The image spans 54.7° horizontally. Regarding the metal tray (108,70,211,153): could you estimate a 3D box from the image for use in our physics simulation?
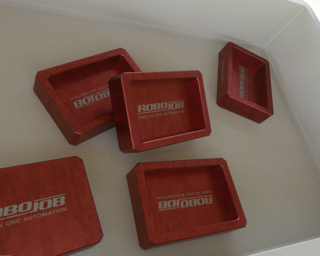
[{"bbox_3d":[0.005,-0.024,0.390,0.131,0.030,0.089,-11,91,-40],"label":"metal tray"}]

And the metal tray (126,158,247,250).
[{"bbox_3d":[0.033,0.085,0.369,0.131,0.030,0.090,0,62,-29],"label":"metal tray"}]

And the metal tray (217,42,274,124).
[{"bbox_3d":[0.145,-0.080,0.531,0.091,0.030,0.130,21,54,-16],"label":"metal tray"}]

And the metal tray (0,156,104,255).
[{"bbox_3d":[-0.128,0.081,0.284,0.131,0.030,0.090,-8,66,-32],"label":"metal tray"}]

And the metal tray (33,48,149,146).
[{"bbox_3d":[-0.076,-0.045,0.389,0.131,0.030,0.090,-29,78,-38],"label":"metal tray"}]
